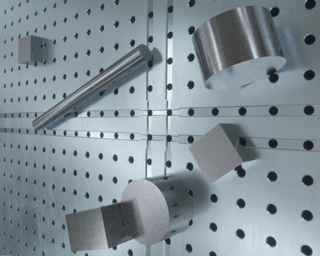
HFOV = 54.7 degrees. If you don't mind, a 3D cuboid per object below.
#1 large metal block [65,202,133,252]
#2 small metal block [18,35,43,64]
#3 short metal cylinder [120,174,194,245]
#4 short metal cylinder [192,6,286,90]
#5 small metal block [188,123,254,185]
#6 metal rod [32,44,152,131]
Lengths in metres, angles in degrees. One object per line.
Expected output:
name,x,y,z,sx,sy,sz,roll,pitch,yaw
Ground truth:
large metal block,-0.071,0.133,0.433,0.080,0.081,0.050,-22,77,38
small metal block,-0.262,-0.157,0.626,0.050,0.025,0.050,2,91,40
short metal cylinder,-0.005,0.102,0.397,0.080,0.050,0.080,0,90,39
short metal cylinder,0.077,-0.076,0.310,0.080,0.081,0.050,-21,77,38
small metal block,0.068,0.029,0.353,0.050,0.025,0.050,-42,65,32
metal rod,-0.129,-0.055,0.515,0.299,0.025,0.025,-24,75,37
